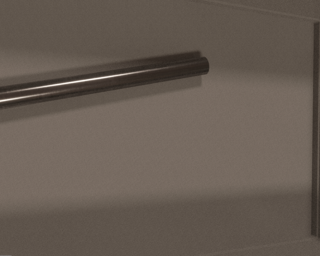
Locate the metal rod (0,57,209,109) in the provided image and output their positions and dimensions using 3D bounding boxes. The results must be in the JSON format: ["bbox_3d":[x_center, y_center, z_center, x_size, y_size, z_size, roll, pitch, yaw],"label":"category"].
[{"bbox_3d":[-0.076,-0.056,0.382,0.302,0.025,0.025,-13,95,-20],"label":"metal rod"}]
